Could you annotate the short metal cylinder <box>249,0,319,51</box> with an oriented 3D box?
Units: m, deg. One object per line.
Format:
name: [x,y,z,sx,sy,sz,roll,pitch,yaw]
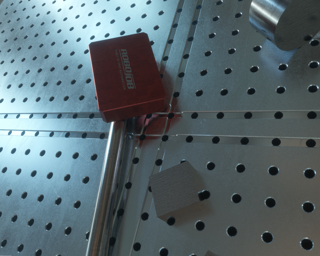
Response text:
short metal cylinder: [0.158,-0.142,0.377,0.080,0.080,0.050,-35,52,5]

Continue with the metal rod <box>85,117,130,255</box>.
metal rod: [-0.059,0.019,0.425,0.025,0.025,0.299,-8,58,24]

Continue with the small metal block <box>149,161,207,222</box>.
small metal block: [0.019,0.073,0.353,0.050,0.025,0.050,-24,53,13]

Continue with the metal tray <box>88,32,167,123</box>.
metal tray: [-0.049,-0.076,0.448,0.091,0.030,0.130,-13,60,-5]

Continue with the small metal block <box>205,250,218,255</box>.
small metal block: [0.054,0.152,0.286,0.050,0.025,0.050,29,77,37]
